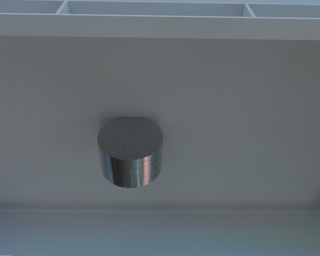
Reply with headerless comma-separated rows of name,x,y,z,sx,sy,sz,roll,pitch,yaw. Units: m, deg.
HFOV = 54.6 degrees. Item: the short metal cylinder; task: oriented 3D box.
short metal cylinder,-0.037,0.030,0.398,0.080,0.080,0.050,1,130,-1
